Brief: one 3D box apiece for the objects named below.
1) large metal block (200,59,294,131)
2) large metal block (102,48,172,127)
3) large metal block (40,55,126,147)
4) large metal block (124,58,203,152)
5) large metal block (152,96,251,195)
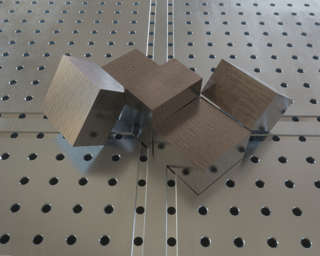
[{"bbox_3d":[0.113,-0.040,0.399,0.080,0.050,0.080,42,21,28],"label":"large metal block"},{"bbox_3d":[-0.038,-0.057,0.439,0.080,0.050,0.080,-35,59,-24],"label":"large metal block"},{"bbox_3d":[-0.095,-0.033,0.390,0.080,0.080,0.050,42,22,29],"label":"large metal block"},{"bbox_3d":[0.004,-0.029,0.396,0.080,0.080,0.050,-35,59,-26],"label":"large metal block"},{"bbox_3d":[0.048,0.018,0.376,0.080,0.050,0.080,-34,56,-25],"label":"large metal block"}]
